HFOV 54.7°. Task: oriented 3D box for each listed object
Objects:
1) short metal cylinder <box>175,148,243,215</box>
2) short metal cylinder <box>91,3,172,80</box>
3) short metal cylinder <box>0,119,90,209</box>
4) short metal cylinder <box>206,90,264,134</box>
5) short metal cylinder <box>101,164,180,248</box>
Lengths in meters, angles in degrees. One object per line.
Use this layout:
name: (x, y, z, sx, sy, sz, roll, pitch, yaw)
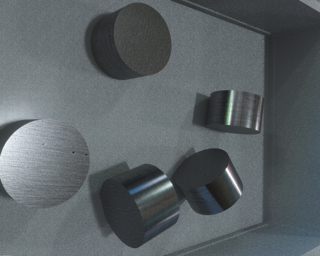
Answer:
short metal cylinder: (0.068, 0.073, 0.430, 0.080, 0.080, 0.050, -45, 118, -31)
short metal cylinder: (-0.033, -0.099, 0.364, 0.081, 0.050, 0.079, 0, 90, -40)
short metal cylinder: (-0.115, 0.031, 0.295, 0.081, 0.050, 0.079, 0, 90, -40)
short metal cylinder: (0.113, -0.022, 0.468, 0.081, 0.080, 0.050, 15, 81, -39)
short metal cylinder: (-0.024, 0.087, 0.353, 0.050, 0.080, 0.079, -19, 103, -39)
